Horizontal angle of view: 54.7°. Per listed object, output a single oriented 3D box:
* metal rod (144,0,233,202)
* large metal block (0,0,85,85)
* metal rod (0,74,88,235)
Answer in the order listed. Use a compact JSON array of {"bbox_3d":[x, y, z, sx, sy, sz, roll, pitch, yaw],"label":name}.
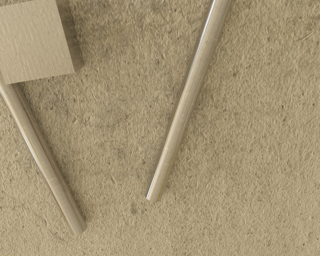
[{"bbox_3d":[0.034,-0.035,0.397,0.025,0.025,0.298,16,109,-6],"label":"metal rod"},{"bbox_3d":[-0.142,-0.101,0.357,0.080,0.050,0.079,-9,110,3],"label":"large metal block"},{"bbox_3d":[-0.166,0.019,0.414,0.025,0.025,0.298,-17,110,6],"label":"metal rod"}]
